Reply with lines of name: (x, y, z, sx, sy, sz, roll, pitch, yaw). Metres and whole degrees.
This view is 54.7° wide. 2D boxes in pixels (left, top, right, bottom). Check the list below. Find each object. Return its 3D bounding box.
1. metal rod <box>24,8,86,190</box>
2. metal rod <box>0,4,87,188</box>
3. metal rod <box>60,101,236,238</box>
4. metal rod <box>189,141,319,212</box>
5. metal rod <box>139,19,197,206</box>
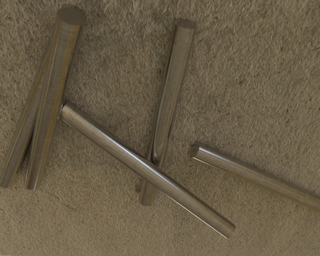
metal rod: (-0.137, -0.007, 0.375, 0.025, 0.025, 0.298, 18, 135, -15)
metal rod: (-0.160, -0.017, 0.390, 0.025, 0.025, 0.298, 24, 126, -19)
metal rod: (-0.008, 0.066, 0.427, 0.301, 0.025, 0.025, 38, 121, -16)
metal rod: (0.178, 0.088, 0.483, 0.302, 0.025, 0.025, 24, 126, -20)
metal rod: (0.002, 0.005, 0.411, 0.025, 0.025, 0.298, 7, 130, -6)
